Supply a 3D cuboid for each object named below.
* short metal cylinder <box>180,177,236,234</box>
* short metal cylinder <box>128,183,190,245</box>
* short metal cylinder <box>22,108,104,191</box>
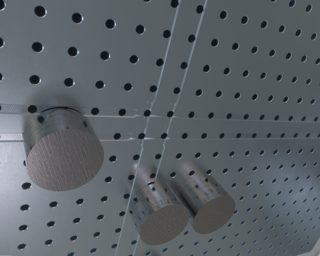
[{"bbox_3d":[0.078,0.129,0.517,0.081,0.050,0.079,-14,124,-21],"label":"short metal cylinder"},{"bbox_3d":[-0.002,0.131,0.475,0.081,0.050,0.079,-14,124,-21],"label":"short metal cylinder"},{"bbox_3d":[-0.110,0.024,0.350,0.081,0.050,0.079,-14,124,-21],"label":"short metal cylinder"}]
